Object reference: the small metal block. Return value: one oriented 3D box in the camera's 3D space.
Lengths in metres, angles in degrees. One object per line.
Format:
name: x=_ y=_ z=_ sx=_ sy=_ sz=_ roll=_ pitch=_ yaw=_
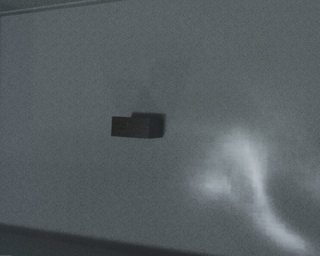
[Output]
small metal block: x=-0.028 y=-0.001 z=0.403 sx=0.050 sy=0.050 sz=0.025 roll=3 pitch=91 yaw=19
